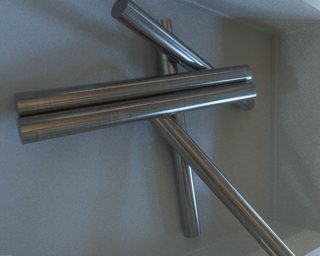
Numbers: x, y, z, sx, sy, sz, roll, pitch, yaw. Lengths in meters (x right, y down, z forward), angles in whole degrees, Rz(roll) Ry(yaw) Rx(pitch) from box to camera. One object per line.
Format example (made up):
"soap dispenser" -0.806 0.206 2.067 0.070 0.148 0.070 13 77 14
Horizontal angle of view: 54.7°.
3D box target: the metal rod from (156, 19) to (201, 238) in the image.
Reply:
"metal rod" 0.024 0.006 0.426 0.025 0.025 0.298 -15 99 -39

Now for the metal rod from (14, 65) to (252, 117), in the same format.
"metal rod" -0.007 -0.049 0.367 0.303 0.025 0.025 -13 98 -29

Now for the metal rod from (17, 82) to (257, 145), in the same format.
"metal rod" -0.001 -0.025 0.360 0.303 0.025 0.025 -12 98 -30

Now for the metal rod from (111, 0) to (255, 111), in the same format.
"metal rod" 0.055 -0.083 0.425 0.301 0.025 0.025 23 75 -46

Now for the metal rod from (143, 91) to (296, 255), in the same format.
"metal rod" 0.072 0.068 0.390 0.300 0.025 0.025 48 58 -2
